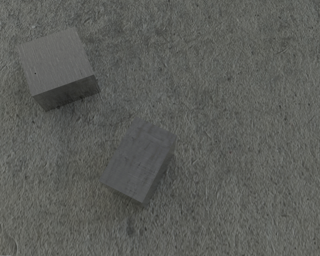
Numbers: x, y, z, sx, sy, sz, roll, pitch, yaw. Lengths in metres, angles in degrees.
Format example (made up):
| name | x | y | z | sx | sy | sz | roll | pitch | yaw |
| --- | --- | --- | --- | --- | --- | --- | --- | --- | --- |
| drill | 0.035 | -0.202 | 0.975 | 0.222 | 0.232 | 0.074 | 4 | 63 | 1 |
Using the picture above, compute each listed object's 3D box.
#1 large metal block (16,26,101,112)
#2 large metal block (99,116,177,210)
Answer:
| name | x | y | z | sx | sy | sz | roll | pitch | yaw |
| --- | --- | --- | --- | --- | --- | --- | --- | --- | --- |
| large metal block | -0.136 | -0.080 | 0.423 | 0.080 | 0.050 | 0.080 | -22 | 72 | -8 |
| large metal block | -0.022 | 0.044 | 0.362 | 0.050 | 0.080 | 0.080 | 25 | 72 | 9 |
